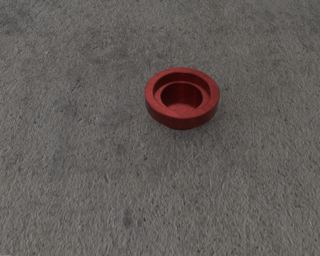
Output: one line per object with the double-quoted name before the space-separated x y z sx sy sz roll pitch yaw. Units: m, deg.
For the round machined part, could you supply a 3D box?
"round machined part" 0.029 -0.036 0.423 0.099 0.042 0.098 0 50 0
